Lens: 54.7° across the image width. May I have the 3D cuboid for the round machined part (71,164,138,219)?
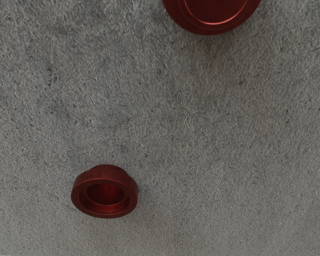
[{"bbox_3d":[-0.082,0.093,0.475,0.099,0.042,0.097,0,130,0],"label":"round machined part"}]

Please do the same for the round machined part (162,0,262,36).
[{"bbox_3d":[0.049,-0.131,0.285,0.099,0.042,0.097,0,130,0],"label":"round machined part"}]
